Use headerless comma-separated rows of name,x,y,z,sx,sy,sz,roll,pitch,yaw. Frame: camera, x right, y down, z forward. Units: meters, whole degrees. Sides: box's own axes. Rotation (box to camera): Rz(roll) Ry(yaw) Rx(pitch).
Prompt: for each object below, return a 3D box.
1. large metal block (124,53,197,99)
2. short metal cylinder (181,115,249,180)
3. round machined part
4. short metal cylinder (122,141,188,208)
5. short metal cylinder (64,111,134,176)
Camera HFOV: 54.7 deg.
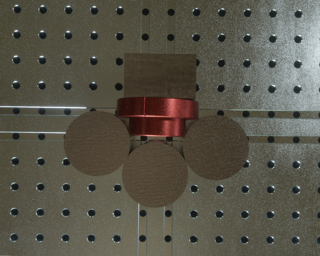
large metal block,0.000,-0.058,0.385,0.081,0.080,0.050,1,90,0
short metal cylinder,0.068,0.024,0.402,0.081,0.050,0.079,0,90,0
round machined part,-0.003,-0.011,0.375,0.099,0.098,0.042,2,90,0
short metal cylinder,-0.006,0.057,0.401,0.081,0.050,0.079,0,90,0
short metal cylinder,-0.076,0.019,0.400,0.081,0.050,0.079,0,90,0
